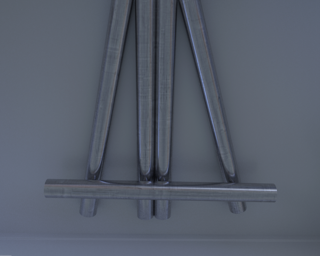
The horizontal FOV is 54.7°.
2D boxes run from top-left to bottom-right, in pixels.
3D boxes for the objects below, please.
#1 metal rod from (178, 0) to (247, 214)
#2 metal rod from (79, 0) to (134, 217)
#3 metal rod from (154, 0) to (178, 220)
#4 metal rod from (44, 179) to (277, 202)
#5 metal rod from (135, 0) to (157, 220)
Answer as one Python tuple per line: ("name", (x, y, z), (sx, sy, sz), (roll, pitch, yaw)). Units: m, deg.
("metal rod", (0.074, -0.017, 0.404), (0.025, 0.025, 0.298), (-15, 110, 5))
("metal rod", (-0.074, -0.013, 0.404), (0.025, 0.025, 0.298), (11, 110, -4))
("metal rod", (0.006, -0.011, 0.406), (0.025, 0.025, 0.298), (1, 110, 0))
("metal rod", (0.001, 0.083, 0.413), (0.302, 0.025, 0.025), (1, 110, -1))
("metal rod", (-0.019, -0.011, 0.406), (0.025, 0.025, 0.298), (1, 110, -1))
